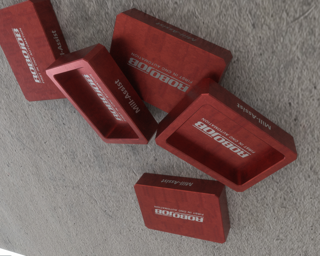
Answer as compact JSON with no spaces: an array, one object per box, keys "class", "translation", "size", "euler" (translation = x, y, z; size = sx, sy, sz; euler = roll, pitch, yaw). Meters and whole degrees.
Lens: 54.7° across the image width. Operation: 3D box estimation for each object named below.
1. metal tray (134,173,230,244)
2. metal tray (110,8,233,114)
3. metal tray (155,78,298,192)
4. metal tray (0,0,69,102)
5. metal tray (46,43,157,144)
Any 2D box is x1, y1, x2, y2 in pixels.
[{"class":"metal tray","translation":[0.033,0.117,0.459],"size":[0.130,0.030,0.089],"euler":[2,120,27]},{"class":"metal tray","translation":[0.005,-0.069,0.358],"size":[0.130,0.030,0.089],"euler":[28,128,10]},{"class":"metal tray","translation":[0.072,0.014,0.346],"size":[0.130,0.030,0.090],"euler":[32,129,-16]},{"class":"metal tray","translation":[-0.171,-0.104,0.430],"size":[0.090,0.030,0.129],"euler":[-2,118,29]},{"class":"metal tray","translation":[-0.070,-0.035,0.386],"size":[0.090,0.030,0.130],"euler":[-2,134,43]}]
